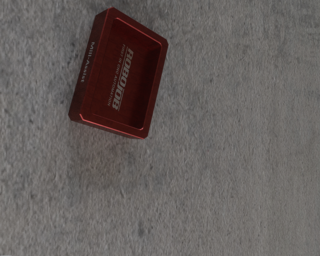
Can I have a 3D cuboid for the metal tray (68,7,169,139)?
[{"bbox_3d":[-0.044,-0.060,0.363,0.090,0.030,0.130,20,77,-38],"label":"metal tray"}]
